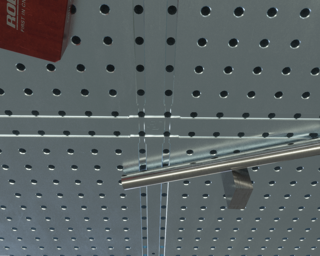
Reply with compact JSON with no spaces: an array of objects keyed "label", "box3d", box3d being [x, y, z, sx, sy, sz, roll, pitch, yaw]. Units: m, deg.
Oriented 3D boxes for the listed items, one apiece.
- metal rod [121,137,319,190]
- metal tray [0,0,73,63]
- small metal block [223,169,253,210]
[{"label":"metal rod","box3d":[0.090,0.054,0.458,0.301,0.025,0.025,-12,129,9]},{"label":"metal tray","box3d":[-0.130,-0.134,0.292,0.091,0.030,0.129,14,129,-12]},{"label":"small metal block","box3d":[0.117,0.088,0.472,0.025,0.050,0.050,4,130,-3]}]
